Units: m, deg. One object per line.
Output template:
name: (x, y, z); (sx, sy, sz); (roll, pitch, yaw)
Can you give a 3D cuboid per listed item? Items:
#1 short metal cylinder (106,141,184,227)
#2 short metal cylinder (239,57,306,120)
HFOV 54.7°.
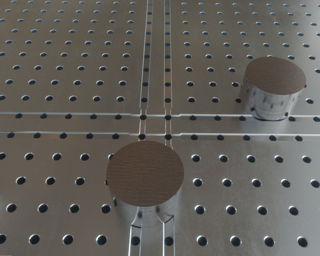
short metal cylinder: (-0.015, 0.061, 0.340); (0.081, 0.050, 0.080); (0, 50, 0)
short metal cylinder: (0.158, -0.057, 0.441); (0.081, 0.050, 0.080); (0, 50, 0)
